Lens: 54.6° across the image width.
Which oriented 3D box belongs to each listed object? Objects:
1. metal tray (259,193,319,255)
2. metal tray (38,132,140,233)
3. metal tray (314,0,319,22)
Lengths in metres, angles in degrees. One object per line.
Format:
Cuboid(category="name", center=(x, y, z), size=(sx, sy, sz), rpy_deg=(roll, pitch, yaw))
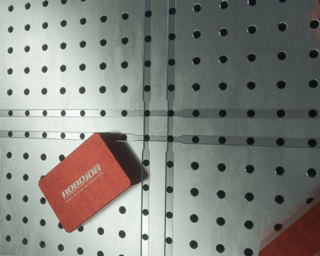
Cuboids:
Cuboid(category="metal tray", center=(0.188, 0.131, 0.343), size=(0.090, 0.030, 0.130), rpy_deg=(46, 104, 14))
Cuboid(category="metal tray", center=(-0.104, 0.078, 0.447), size=(0.130, 0.030, 0.090), rpy_deg=(-39, 78, 15))
Cuboid(category="metal tray", center=(0.246, -0.123, 0.323), size=(0.130, 0.030, 0.090), rpy_deg=(-20, 83, 18))
